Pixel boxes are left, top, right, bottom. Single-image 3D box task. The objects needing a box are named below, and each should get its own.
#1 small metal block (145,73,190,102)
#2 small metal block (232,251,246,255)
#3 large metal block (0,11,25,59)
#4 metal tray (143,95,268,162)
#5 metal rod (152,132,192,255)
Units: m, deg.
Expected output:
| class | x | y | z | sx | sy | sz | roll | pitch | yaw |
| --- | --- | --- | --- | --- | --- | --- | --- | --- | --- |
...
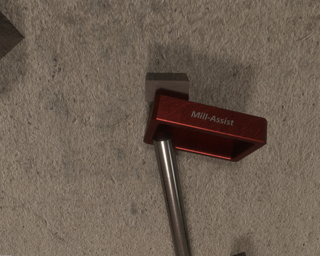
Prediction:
| class | x | y | z | sx | sy | sz | roll | pitch | yaw |
| --- | --- | --- | --- | --- | --- | --- | --- | --- | --- |
| small metal block | 0.008 | -0.051 | 0.378 | 0.050 | 0.050 | 0.025 | 1 | 110 | -1 |
| small metal block | 0.135 | 0.234 | 0.485 | 0.025 | 0.050 | 0.050 | -22 | 109 | 8 |
| large metal block | -0.222 | -0.108 | 0.353 | 0.080 | 0.050 | 0.080 | -37 | 107 | 12 |
| metal tray | 0.050 | 0.005 | 0.379 | 0.131 | 0.090 | 0.030 | 12 | 68 | -5 |
| metal rod | 0.027 | 0.142 | 0.446 | 0.025 | 0.025 | 0.298 | -9 | 116 | 3 |
